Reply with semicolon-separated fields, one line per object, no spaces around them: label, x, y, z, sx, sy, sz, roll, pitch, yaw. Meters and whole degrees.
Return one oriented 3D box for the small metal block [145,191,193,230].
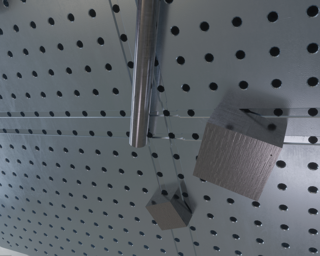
small metal block;0.014;0.130;0.484;0.050;0.025;0.050;-22;107;36

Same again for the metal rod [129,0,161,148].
metal rod;-0.016;-0.102;0.356;0.025;0.025;0.298;19;126;17

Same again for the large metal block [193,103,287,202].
large metal block;0.092;0.027;0.363;0.080;0.050;0.079;21;126;16
